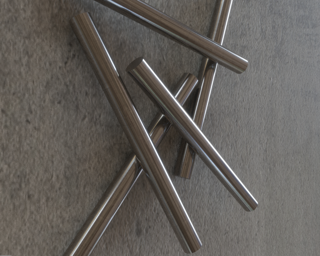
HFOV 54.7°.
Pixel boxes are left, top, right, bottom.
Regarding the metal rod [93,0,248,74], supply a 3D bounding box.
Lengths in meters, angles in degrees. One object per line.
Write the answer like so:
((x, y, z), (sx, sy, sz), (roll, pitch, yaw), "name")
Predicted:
((0.003, -0.131, 0.389), (0.302, 0.025, 0.025), (17, 79, -33), "metal rod")

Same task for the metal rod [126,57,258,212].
((0.058, 0.026, 0.421), (0.300, 0.025, 0.025), (48, 61, -30), "metal rod")

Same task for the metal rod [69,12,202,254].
((-0.023, 0.014, 0.358), (0.025, 0.025, 0.299), (-32, 102, -36), "metal rod")

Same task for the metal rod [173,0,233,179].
((0.068, -0.072, 0.464), (0.025, 0.025, 0.299), (25, 74, -38), "metal rod")

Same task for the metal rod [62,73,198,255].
((-0.030, 0.045, 0.380), (0.025, 0.025, 0.300), (48, 61, -30), "metal rod")
